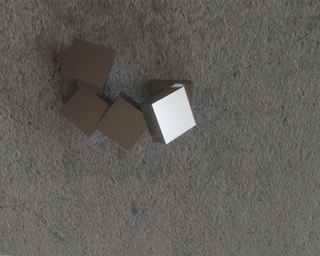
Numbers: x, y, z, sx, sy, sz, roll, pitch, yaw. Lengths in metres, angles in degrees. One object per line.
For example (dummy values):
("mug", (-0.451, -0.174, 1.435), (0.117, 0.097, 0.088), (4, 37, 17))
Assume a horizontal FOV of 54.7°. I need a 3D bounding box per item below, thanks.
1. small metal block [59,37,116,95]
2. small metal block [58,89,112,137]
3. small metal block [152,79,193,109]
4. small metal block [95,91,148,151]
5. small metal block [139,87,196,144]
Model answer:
("small metal block", (-0.085, -0.073, 0.370), (0.050, 0.025, 0.050), (18, 72, -7))
("small metal block", (-0.092, -0.025, 0.400), (0.050, 0.025, 0.050), (-43, 105, 14))
("small metal block", (0.015, -0.035, 0.398), (0.050, 0.025, 0.050), (2, 110, -1))
("small metal block", (-0.043, -0.008, 0.379), (0.050, 0.025, 0.050), (36, 106, -13))
("small metal block", (0.010, -0.016, 0.365), (0.050, 0.025, 0.050), (-32, 113, -31))
